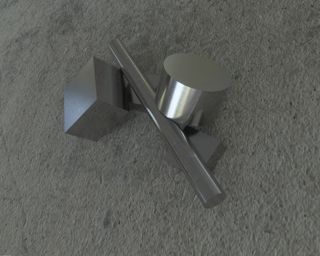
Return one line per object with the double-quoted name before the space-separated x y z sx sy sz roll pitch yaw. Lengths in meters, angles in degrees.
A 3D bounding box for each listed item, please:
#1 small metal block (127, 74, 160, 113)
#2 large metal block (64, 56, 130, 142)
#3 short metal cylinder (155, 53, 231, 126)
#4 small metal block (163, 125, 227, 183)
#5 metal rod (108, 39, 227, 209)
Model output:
"small metal block" -0.022 -0.050 0.447 0.050 0.025 0.050 13 68 33
"large metal block" -0.093 -0.039 0.439 0.080 0.050 0.080 -39 48 32
"short metal cylinder" 0.038 -0.048 0.372 0.081 0.050 0.080 9 41 -8
"small metal block" 0.041 0.031 0.364 0.050 0.025 0.050 27 76 37
"metal rod" -0.008 -0.029 0.394 0.025 0.025 0.300 -35 51 4
